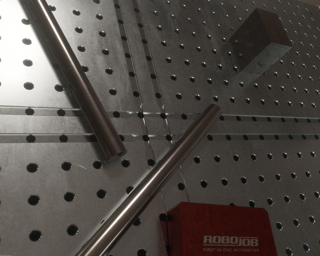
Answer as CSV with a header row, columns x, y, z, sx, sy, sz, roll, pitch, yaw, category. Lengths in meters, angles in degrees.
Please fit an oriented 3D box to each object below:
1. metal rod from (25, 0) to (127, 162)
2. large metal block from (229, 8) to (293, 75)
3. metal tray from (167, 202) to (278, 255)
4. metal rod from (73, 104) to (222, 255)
x,y,z,sx,sy,sz,roll,pitch,yaw,category
-0.122,-0.092,0.398,0.025,0.025,0.299,-20,72,-36,metal rod
0.182,-0.157,0.570,0.050,0.080,0.080,4,60,-27,large metal block
0.076,0.139,0.363,0.131,0.030,0.090,10,57,-23,metal tray
0.000,0.056,0.375,0.025,0.025,0.302,44,51,2,metal rod
